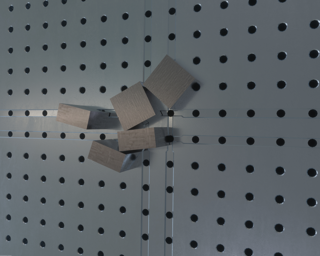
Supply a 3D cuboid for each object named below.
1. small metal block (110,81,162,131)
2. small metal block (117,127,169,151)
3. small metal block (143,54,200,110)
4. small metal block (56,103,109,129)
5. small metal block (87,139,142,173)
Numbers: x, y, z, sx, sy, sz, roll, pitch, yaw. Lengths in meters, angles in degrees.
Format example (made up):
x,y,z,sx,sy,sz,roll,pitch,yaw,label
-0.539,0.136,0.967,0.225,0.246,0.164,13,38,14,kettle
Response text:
x,y,z,sx,sy,sz,roll,pitch,yaw,label
-0.033,-0.029,0.425,0.050,0.025,0.050,-28,81,18,small metal block
-0.021,0.014,0.407,0.050,0.050,0.025,-7,88,20,small metal block
0.015,-0.059,0.408,0.050,0.025,0.050,43,103,15,small metal block
-0.108,-0.016,0.438,0.050,0.050,0.025,14,95,19,small metal block
-0.060,0.036,0.421,0.050,0.050,0.025,21,97,19,small metal block
